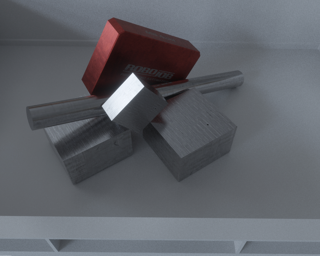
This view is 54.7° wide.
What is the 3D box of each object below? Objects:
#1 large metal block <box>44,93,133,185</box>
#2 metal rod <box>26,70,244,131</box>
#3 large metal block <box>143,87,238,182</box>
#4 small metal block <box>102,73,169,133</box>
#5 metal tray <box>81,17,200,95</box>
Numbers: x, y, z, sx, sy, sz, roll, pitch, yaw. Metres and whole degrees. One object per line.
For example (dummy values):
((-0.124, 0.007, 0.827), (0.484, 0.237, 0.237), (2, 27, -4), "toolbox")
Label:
((-0.090, 0.008, 0.376), (0.081, 0.050, 0.080), (-27, 55, -21), "large metal block")
((-0.006, -0.042, 0.390), (0.303, 0.025, 0.025), (-15, 50, -32), "metal rod")
((0.034, 0.006, 0.383), (0.081, 0.050, 0.080), (-27, 55, -21), "large metal block")
((-0.027, -0.026, 0.345), (0.050, 0.050, 0.025), (-45, 56, 11), "small metal block")
((-0.021, -0.077, 0.390), (0.131, 0.089, 0.030), (1, 42, -43), "metal tray")
